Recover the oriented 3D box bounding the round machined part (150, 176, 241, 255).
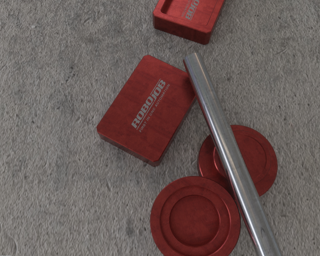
[{"bbox_3d":[0.040,0.106,0.357,0.099,0.042,0.098,-1,75,4],"label":"round machined part"}]

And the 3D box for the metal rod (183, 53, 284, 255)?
[{"bbox_3d":[0.085,0.046,0.347,0.025,0.025,0.299,-16,71,-6],"label":"metal rod"}]

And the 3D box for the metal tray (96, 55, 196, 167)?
[{"bbox_3d":[-0.012,-0.025,0.415,0.090,0.030,0.130,27,72,9],"label":"metal tray"}]

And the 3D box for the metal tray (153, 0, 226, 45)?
[{"bbox_3d":[0.054,-0.200,0.478,0.090,0.030,0.130,21,71,7],"label":"metal tray"}]

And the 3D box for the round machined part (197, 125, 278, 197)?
[{"bbox_3d":[0.097,0.041,0.385,0.099,0.042,0.098,0,70,0],"label":"round machined part"}]
